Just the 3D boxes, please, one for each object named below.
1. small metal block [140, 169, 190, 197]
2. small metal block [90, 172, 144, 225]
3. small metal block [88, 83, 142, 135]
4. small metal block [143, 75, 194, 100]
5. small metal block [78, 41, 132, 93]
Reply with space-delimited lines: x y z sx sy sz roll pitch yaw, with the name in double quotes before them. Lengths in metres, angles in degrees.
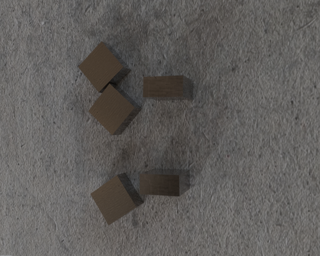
"small metal block" 0.008 0.068 0.393 0.050 0.050 0.025 -1 90 20
"small metal block" -0.060 0.098 0.430 0.050 0.025 0.050 -36 79 16
"small metal block" -0.062 -0.025 0.431 0.050 0.025 0.050 44 103 14
"small metal block" 0.012 -0.049 0.391 0.050 0.050 0.025 1 91 20
"small metal block" -0.078 -0.084 0.436 0.050 0.025 0.050 -43 77 15
